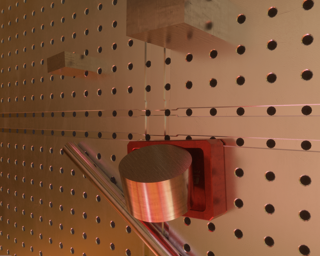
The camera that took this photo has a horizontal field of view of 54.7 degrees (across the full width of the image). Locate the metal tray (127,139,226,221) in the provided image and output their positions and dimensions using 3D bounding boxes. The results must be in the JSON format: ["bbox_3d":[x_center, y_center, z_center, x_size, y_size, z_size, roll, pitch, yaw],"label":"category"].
[{"bbox_3d":[0.016,0.060,0.390,0.130,0.030,0.089,-3,88,39],"label":"metal tray"}]

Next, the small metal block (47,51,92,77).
[{"bbox_3d":[-0.151,-0.105,0.514,0.050,0.050,0.025,-7,86,39],"label":"small metal block"}]

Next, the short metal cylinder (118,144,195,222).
[{"bbox_3d":[-0.002,0.059,0.348,0.080,0.081,0.050,14,121,39],"label":"short metal cylinder"}]

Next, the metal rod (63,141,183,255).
[{"bbox_3d":[-0.057,0.111,0.453,0.300,0.025,0.025,38,113,33],"label":"metal rod"}]

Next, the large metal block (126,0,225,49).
[{"bbox_3d":[0.019,-0.129,0.357,0.080,0.081,0.050,2,91,39],"label":"large metal block"}]
